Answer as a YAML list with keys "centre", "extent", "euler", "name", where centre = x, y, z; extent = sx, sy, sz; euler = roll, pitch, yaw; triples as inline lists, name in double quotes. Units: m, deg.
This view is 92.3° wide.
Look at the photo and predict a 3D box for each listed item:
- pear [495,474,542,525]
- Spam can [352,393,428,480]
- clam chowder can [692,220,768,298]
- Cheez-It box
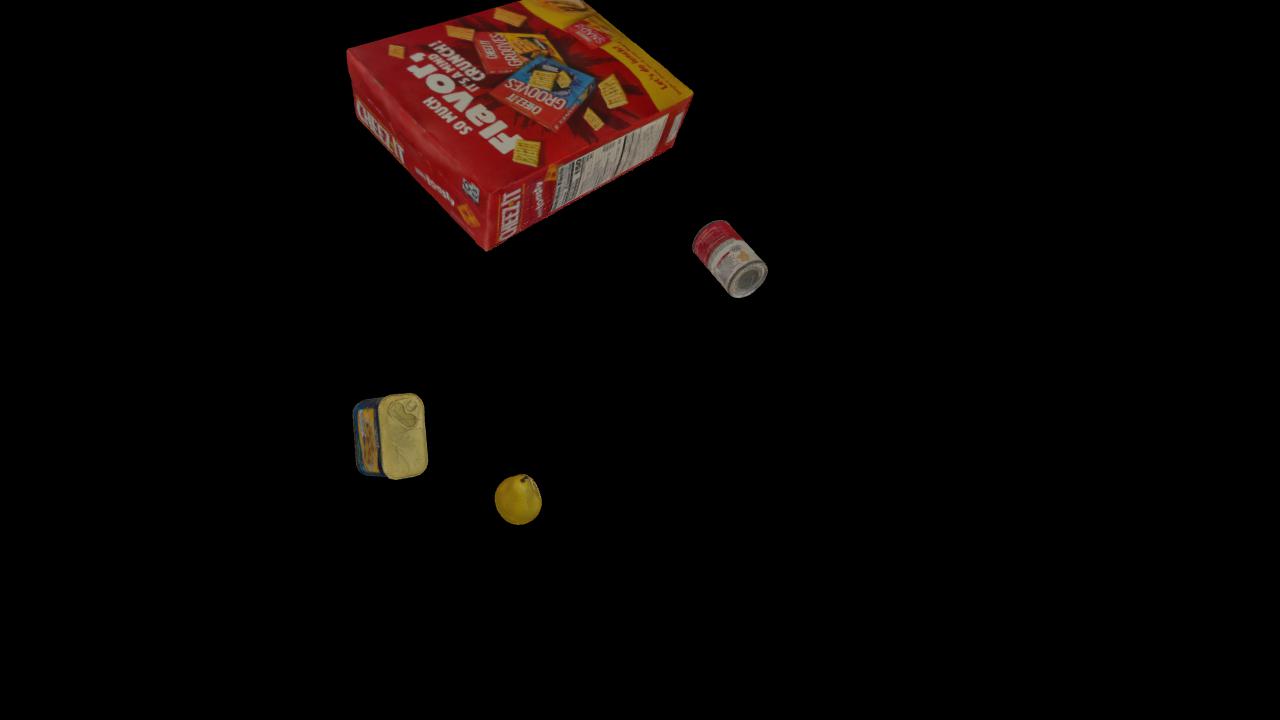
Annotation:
- centre: [-0.194, 0.209, 0.980]
  extent: [0.080, 0.111, 0.080]
  euler: [5, 40, -5]
  name: "pear"
- centre: [-0.311, 0.095, 0.762]
  extent: [0.085, 0.101, 0.058]
  euler: [-9, -5, 43]
  name: "Spam can"
- centre: [0.130, -0.146, 0.893]
  extent: [0.068, 0.102, 0.068]
  euler: [-22, -35, -16]
  name: "clam chowder can"
- centre: [-0.090, -0.208, 0.506]
  extent: [0.223, 0.166, 0.071]
  euler: [-38, -13, -31]
  name: "Cheez-It box"
